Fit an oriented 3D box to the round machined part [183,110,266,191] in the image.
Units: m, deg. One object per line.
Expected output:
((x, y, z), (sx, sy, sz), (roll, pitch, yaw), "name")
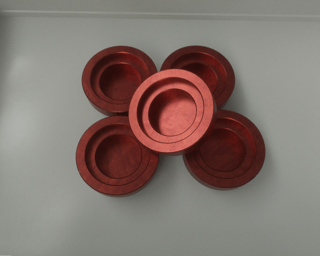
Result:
((0.077, 0.030, 0.389), (0.099, 0.042, 0.098), (0, 70, -1), "round machined part")

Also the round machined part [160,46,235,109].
((0.048, -0.059, 0.421), (0.099, 0.042, 0.098), (0, 70, -1), "round machined part")

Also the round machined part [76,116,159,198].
((-0.050, 0.037, 0.385), (0.099, 0.042, 0.098), (0, 70, -1), "round machined part")

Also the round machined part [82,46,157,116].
((-0.052, -0.058, 0.419), (0.099, 0.042, 0.098), (0, 70, -1), "round machined part")

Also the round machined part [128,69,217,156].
((0.017, -0.015, 0.359), (0.098, 0.042, 0.098), (-5, 74, 17), "round machined part")
